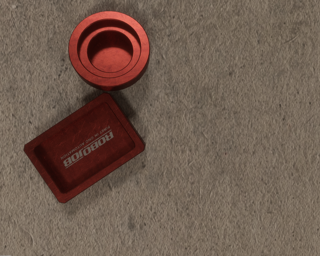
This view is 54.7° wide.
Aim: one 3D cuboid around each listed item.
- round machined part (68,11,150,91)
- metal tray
[{"bbox_3d":[-0.062,-0.094,0.396,0.099,0.042,0.097,0,81,-3],"label":"round machined part"},{"bbox_3d":[-0.096,0.025,0.406,0.130,0.030,0.090,-34,90,-1],"label":"metal tray"}]
